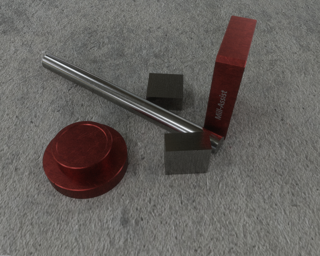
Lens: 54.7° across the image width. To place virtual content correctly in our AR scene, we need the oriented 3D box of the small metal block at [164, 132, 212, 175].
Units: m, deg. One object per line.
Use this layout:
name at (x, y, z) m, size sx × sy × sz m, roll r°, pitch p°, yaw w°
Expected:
small metal block at (0.031, 0.030, 0.362) m, size 0.050 × 0.050 × 0.025 m, roll -3°, pitch 51°, yaw -2°

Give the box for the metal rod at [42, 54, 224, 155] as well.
metal rod at (-0.052, -0.042, 0.434) m, size 0.300 × 0.025 × 0.025 m, roll 27°, pitch 55°, yaw 21°

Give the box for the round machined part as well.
round machined part at (-0.088, 0.030, 0.366) m, size 0.099 × 0.042 × 0.098 m, roll 0°, pitch 50°, yaw 0°

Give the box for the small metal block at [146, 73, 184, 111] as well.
small metal block at (0.008, -0.053, 0.448) m, size 0.050 × 0.025 × 0.050 m, roll 3°, pitch 50°, yaw 2°

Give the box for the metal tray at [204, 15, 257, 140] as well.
metal tray at (0.085, -0.058, 0.385) m, size 0.030 × 0.129 × 0.090 m, roll 15°, pitch 52°, yaw 12°
